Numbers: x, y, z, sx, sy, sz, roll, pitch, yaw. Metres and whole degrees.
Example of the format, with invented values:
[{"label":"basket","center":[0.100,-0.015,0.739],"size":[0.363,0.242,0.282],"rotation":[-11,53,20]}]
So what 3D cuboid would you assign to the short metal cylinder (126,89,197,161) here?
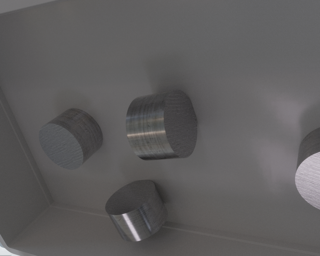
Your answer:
[{"label":"short metal cylinder","center":[0.004,-0.002,0.369],"size":[0.050,0.080,0.080],"rotation":[-7,115,31]}]

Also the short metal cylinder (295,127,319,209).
[{"label":"short metal cylinder","center":[0.186,0.042,0.321],"size":[0.080,0.050,0.079],"rotation":[13,124,21]}]

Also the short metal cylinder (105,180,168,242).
[{"label":"short metal cylinder","center":[-0.035,0.123,0.468],"size":[0.080,0.080,0.050],"rotation":[-11,113,33]}]

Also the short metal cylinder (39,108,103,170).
[{"label":"short metal cylinder","center":[-0.136,0.017,0.474],"size":[0.080,0.050,0.079],"rotation":[13,124,21]}]
